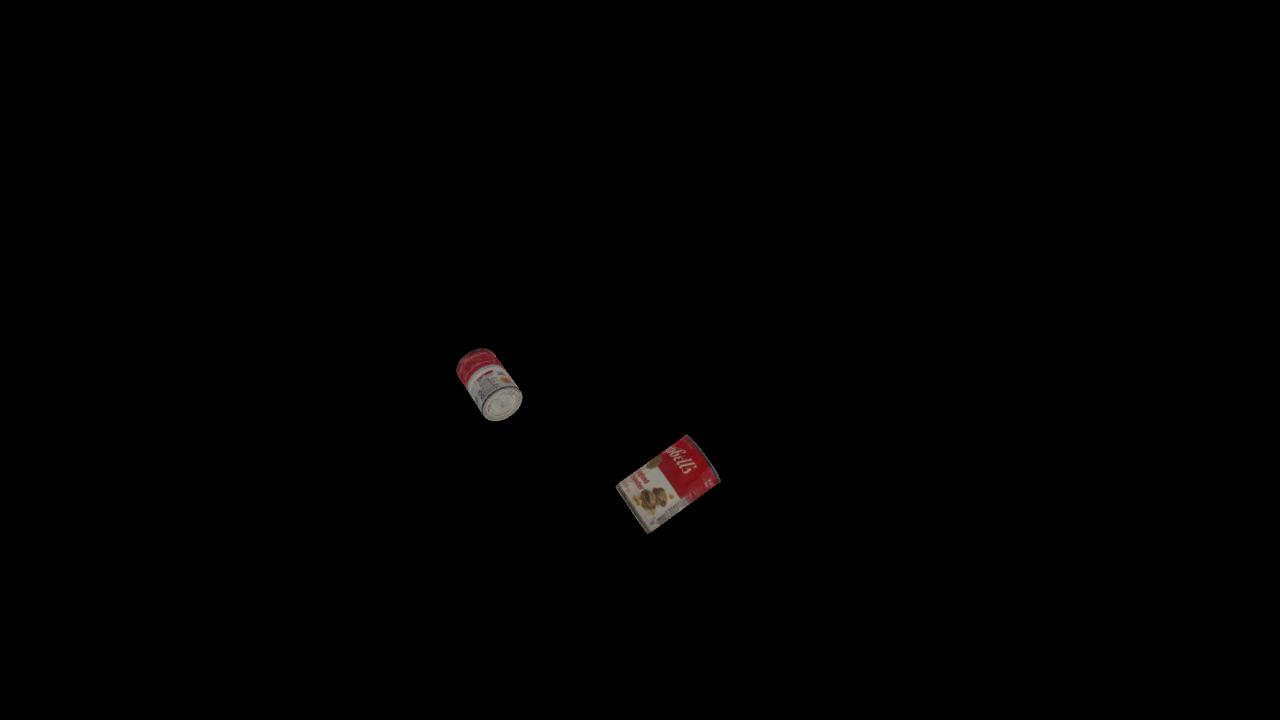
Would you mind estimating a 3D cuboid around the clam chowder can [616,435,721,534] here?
[{"bbox_3d":[0.032,0.142,0.702,0.102,0.068,0.068,-35,5,-7],"label":"clam chowder can"}]

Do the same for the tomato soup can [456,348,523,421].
[{"bbox_3d":[-0.230,0.038,0.944,0.068,0.068,0.101,0,35,-43],"label":"tomato soup can"}]
